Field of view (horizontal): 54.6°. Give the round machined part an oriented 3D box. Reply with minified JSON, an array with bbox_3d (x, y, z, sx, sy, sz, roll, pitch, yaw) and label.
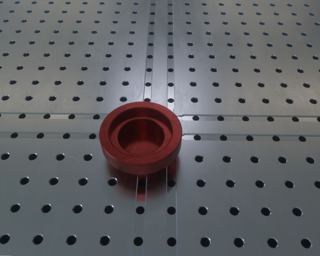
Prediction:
[{"bbox_3d":[-0.023,0.016,0.383,0.099,0.042,0.098,0,50,0],"label":"round machined part"}]
